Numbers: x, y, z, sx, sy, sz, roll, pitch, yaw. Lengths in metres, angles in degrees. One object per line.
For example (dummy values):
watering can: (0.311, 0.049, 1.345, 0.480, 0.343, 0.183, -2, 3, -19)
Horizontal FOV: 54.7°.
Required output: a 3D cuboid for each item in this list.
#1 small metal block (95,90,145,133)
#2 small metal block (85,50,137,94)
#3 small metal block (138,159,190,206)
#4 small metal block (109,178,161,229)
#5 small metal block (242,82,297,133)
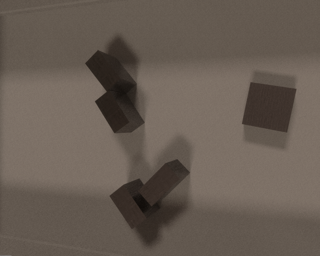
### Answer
small metal block: (-0.053, -0.021, 0.415, 0.025, 0.050, 0.050, -36, 79, 16)
small metal block: (-0.065, -0.073, 0.419, 0.025, 0.050, 0.050, -42, 77, 15)
small metal block: (0.007, 0.068, 0.394, 0.025, 0.050, 0.050, 47, 104, 14)
small metal block: (-0.032, 0.098, 0.407, 0.025, 0.050, 0.050, -40, 78, 15)
small metal block: (0.128, -0.024, 0.365, 0.050, 0.025, 0.050, 12, 94, 19)
